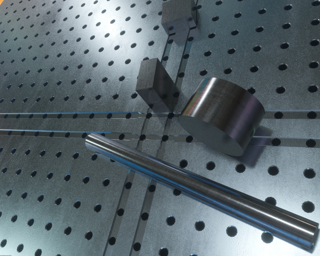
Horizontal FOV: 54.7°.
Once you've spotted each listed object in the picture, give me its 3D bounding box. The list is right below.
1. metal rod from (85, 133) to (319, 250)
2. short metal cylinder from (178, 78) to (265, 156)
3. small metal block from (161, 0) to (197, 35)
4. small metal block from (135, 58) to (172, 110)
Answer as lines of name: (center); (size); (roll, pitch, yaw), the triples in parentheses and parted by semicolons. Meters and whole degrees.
metal rod: (0.020, 0.058, 0.361); (0.300, 0.025, 0.025); (18, 71, 34)
short metal cylinder: (0.067, -0.011, 0.344); (0.080, 0.080, 0.050); (23, 74, 36)
small metal block: (0.031, -0.185, 0.504); (0.050, 0.025, 0.050); (-11, 57, 22)
small metal block: (-0.007, -0.061, 0.432); (0.025, 0.050, 0.050); (-6, 59, 25)
